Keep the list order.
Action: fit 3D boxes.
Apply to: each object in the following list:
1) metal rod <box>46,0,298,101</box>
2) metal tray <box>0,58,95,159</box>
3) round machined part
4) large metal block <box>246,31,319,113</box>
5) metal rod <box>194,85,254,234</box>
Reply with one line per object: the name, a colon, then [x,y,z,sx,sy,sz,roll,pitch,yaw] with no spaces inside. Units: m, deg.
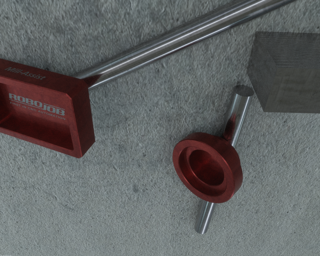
metal rod: [0.000,-0.087,0.333,0.301,0.025,0.025,-20,128,16]
metal tray: [-0.142,-0.023,0.351,0.130,0.030,0.089,16,132,15]
round machined part: [0.068,0.049,0.417,0.098,0.042,0.097,27,134,32]
large metal block: [0.144,-0.060,0.323,0.081,0.080,0.050,1,130,-2]
metal rod: [0.087,0.068,0.466,0.025,0.025,0.298,3,130,-4]
